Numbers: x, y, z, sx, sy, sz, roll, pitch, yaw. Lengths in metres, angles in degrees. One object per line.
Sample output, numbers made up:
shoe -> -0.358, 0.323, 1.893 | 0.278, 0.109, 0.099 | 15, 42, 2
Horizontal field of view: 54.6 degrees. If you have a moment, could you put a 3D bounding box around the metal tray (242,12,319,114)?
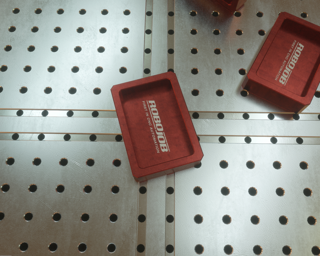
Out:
metal tray -> 0.187, -0.096, 0.445 | 0.090, 0.030, 0.130 | 28, 72, 10

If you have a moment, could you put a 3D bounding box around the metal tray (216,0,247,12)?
metal tray -> 0.081, -0.249, 0.468 | 0.130, 0.090, 0.030 | 42, 76, 14

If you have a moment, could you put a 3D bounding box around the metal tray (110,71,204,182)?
metal tray -> -0.006, -0.004, 0.410 | 0.090, 0.030, 0.130 | -15, 71, -6
